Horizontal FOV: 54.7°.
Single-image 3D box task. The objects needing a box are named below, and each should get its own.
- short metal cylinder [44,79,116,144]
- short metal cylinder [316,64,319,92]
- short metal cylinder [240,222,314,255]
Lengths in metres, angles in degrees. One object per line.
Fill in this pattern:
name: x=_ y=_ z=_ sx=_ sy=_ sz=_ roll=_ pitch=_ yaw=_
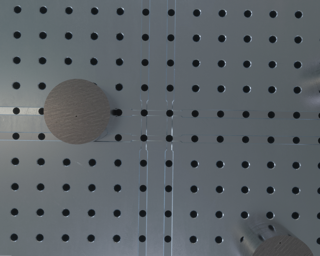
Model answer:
short metal cylinder: x=-0.101 y=-0.020 z=0.400 sx=0.081 sy=0.050 sz=0.079 roll=0 pitch=90 yaw=0
short metal cylinder: x=0.256 y=-0.069 z=0.403 sx=0.081 sy=0.050 sz=0.079 roll=0 pitch=90 yaw=0
short metal cylinder: x=0.150 y=0.170 z=0.402 sx=0.081 sy=0.050 sz=0.079 roll=0 pitch=90 yaw=0
